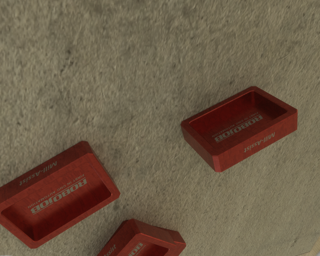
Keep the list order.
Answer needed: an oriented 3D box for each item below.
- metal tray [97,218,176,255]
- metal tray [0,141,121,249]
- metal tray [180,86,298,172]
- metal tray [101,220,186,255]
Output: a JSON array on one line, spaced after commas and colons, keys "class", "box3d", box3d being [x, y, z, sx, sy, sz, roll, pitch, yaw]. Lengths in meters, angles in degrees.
[{"class": "metal tray", "box3d": [-0.049, 0.202, 0.463, 0.130, 0.030, 0.090, -49, 129, 6]}, {"class": "metal tray", "box3d": [-0.127, 0.085, 0.387, 0.131, 0.030, 0.090, -31, 129, -9]}, {"class": "metal tray", "box3d": [0.106, -0.003, 0.422, 0.131, 0.090, 0.030, -27, 128, -12]}, {"class": "metal tray", "box3d": [-0.029, 0.208, 0.518, 0.131, 0.030, 0.090, 28, 103, -38]}]
